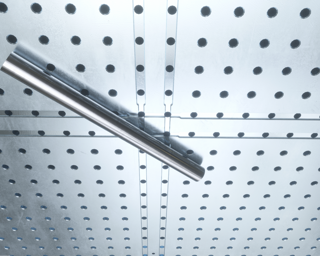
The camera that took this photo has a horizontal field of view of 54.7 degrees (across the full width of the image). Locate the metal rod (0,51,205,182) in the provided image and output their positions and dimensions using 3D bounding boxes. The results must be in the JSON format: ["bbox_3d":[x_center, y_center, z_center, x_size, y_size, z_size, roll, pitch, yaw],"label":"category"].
[{"bbox_3d":[-0.056,-0.002,0.408,0.301,0.025,0.025,32,123,-25],"label":"metal rod"}]
